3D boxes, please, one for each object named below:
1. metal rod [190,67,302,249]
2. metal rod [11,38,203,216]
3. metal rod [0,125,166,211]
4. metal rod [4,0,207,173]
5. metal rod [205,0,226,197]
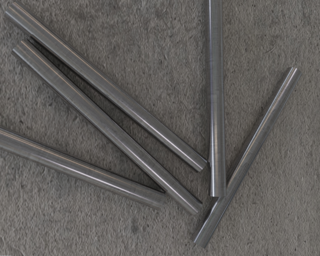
[{"bbox_3d":[0.131,0.036,0.457,0.025,0.025,0.300,36,78,-17],"label":"metal rod"},{"bbox_3d":[-0.055,0.009,0.388,0.300,0.025,0.025,44,76,-15],"label":"metal rod"},{"bbox_3d":[-0.127,0.034,0.361,0.301,0.025,0.025,26,82,-18],"label":"metal rod"},{"bbox_3d":[-0.055,-0.041,0.388,0.301,0.025,0.025,40,77,-16],"label":"metal rod"},{"bbox_3d":[0.077,-0.057,0.430,0.025,0.025,0.298,0,88,-20],"label":"metal rod"}]
